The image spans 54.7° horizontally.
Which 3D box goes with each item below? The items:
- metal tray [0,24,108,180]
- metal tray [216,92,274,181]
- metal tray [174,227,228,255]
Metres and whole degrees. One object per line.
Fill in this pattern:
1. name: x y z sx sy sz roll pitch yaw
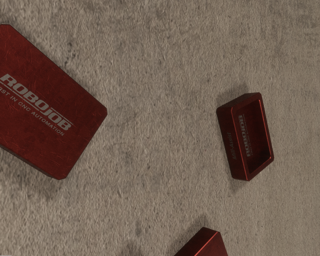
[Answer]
1. metal tray: -0.125 -0.020 0.298 0.130 0.030 0.090 43 64 -32
2. metal tray: 0.149 0.013 0.529 0.091 0.030 0.129 -27 107 -37
3. metal tray: 0.069 0.228 0.463 0.091 0.030 0.129 -32 110 -36
